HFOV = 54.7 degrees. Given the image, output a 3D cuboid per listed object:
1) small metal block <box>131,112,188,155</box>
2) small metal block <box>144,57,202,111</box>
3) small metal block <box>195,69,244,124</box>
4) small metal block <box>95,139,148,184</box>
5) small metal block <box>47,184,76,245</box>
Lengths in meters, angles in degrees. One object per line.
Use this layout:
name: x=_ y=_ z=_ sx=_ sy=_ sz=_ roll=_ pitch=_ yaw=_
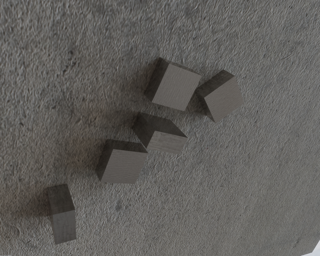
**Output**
small metal block: x=-0.001 y=0.006 z=0.394 sx=0.050 sy=0.050 sz=0.025 roll=13 pitch=112 yaw=-34
small metal block: x=0.016 y=-0.053 z=0.382 sx=0.050 sy=0.025 sz=0.050 roll=13 pitch=112 yaw=-34
small metal block: x=0.082 y=-0.043 z=0.425 sx=0.050 sy=0.025 sz=0.050 roll=-36 pitch=129 yaw=-5
small metal block: x=-0.051 y=0.045 z=0.407 sx=0.050 sy=0.025 sz=0.050 roll=10 pitch=113 yaw=-33
small metal block: x=-0.124 y=0.107 z=0.389 sx=0.025 sy=0.050 sz=0.050 roll=-8 pitch=122 yaw=-25
